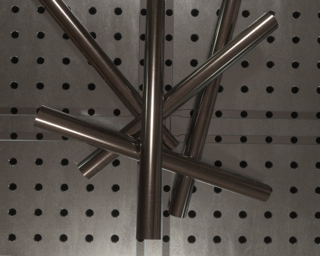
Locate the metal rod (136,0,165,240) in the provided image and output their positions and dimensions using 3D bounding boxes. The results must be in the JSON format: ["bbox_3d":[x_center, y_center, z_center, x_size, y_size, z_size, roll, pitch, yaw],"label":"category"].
[{"bbox_3d":[-0.009,-0.028,0.363,0.025,0.025,0.299,1,70,0],"label":"metal rod"}]

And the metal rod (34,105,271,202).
[{"bbox_3d":[0.005,0.037,0.375,0.302,0.025,0.025,20,90,-16],"label":"metal rod"}]

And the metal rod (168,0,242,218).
[{"bbox_3d":[0.060,-0.029,0.414,0.025,0.025,0.298,14,90,-1],"label":"metal rod"}]

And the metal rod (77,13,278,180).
[{"bbox_3d":[0.022,-0.040,0.387,0.300,0.025,0.025,-39,91,0],"label":"metal rod"}]

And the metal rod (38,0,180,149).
[{"bbox_3d":[-0.078,-0.088,0.412,0.025,0.025,0.300,-39,91,0],"label":"metal rod"}]
